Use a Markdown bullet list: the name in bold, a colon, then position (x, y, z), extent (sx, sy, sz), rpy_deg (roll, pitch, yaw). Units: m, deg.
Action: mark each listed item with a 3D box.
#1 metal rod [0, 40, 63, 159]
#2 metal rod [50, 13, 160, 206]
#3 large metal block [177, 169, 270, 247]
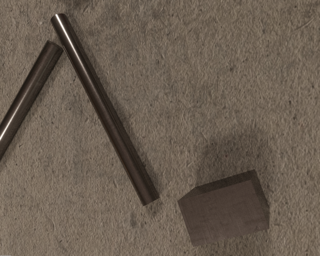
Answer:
- **metal rod**: position (-0.239, -0.003, 0.491), extent (0.025, 0.025, 0.299), rpy_deg (38, 102, 16)
- **metal rod**: position (-0.081, -0.032, 0.436), extent (0.025, 0.025, 0.299), rpy_deg (-31, 80, 17)
- **large metal block**: position (0.076, 0.088, 0.353), extent (0.080, 0.080, 0.050), rpy_deg (-21, 83, 18)
